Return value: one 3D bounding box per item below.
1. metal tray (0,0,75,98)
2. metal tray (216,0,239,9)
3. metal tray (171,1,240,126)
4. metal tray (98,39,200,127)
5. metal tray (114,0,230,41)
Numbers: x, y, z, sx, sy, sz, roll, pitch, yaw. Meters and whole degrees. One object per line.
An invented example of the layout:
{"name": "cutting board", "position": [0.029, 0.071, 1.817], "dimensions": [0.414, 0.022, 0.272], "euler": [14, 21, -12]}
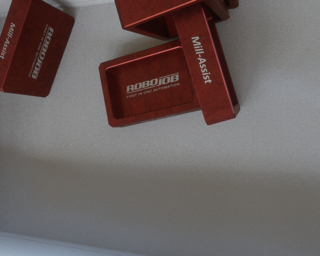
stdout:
{"name": "metal tray", "position": [-0.180, -0.112, 0.439], "dimensions": [0.030, 0.090, 0.129], "euler": [25, 98, 18]}
{"name": "metal tray", "position": [0.035, -0.165, 0.342], "dimensions": [0.090, 0.130, 0.030], "euler": [1, 91, 20]}
{"name": "metal tray", "position": [0.055, -0.074, 0.346], "dimensions": [0.030, 0.090, 0.129], "euler": [-16, 93, 19]}
{"name": "metal tray", "position": [-0.011, -0.056, 0.411], "dimensions": [0.130, 0.030, 0.090], "euler": [-12, 86, 19]}
{"name": "metal tray", "position": [0.021, -0.130, 0.339], "dimensions": [0.090, 0.131, 0.030], "euler": [-13, 95, 22]}
